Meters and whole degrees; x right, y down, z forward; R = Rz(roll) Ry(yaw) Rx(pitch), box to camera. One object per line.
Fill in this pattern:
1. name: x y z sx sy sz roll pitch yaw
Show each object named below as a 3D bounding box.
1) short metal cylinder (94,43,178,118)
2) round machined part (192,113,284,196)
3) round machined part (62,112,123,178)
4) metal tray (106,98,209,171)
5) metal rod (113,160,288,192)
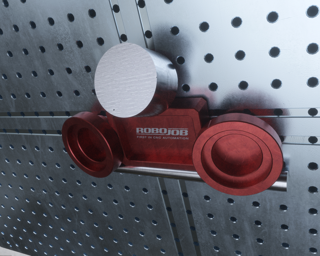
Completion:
1. short metal cylinder: -0.027 -0.052 0.353 0.080 0.050 0.079 1 93 28
2. round machined part: 0.089 0.026 0.358 0.098 0.042 0.097 8 119 15
3. round machined part: -0.092 0.020 0.450 0.098 0.042 0.097 18 126 28
4. metal tray: 0.001 0.009 0.407 0.130 0.030 0.089 1 120 27
5. metal rod: 0.017 0.059 0.434 0.301 0.025 0.025 2 119 27
